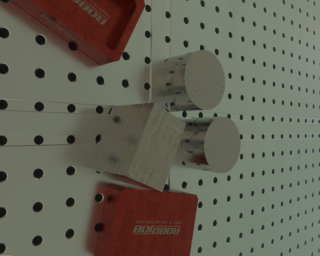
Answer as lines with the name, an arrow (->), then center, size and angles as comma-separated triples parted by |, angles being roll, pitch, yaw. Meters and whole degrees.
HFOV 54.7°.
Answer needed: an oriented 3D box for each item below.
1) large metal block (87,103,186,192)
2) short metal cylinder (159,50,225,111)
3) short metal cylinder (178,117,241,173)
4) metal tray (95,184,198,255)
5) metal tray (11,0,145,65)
large metal block -> -0.027, 0.020, 0.351 | 0.050, 0.080, 0.080 | 32, 70, -36
short metal cylinder -> 0.045, -0.064, 0.431 | 0.081, 0.050, 0.079 | 0, 90, -40
short metal cylinder -> 0.073, 0.024, 0.454 | 0.081, 0.050, 0.079 | 0, 90, -40
metal tray -> -0.011, 0.124, 0.397 | 0.131, 0.030, 0.090 | 16, 80, -39
metal tray -> -0.085, -0.141, 0.333 | 0.130, 0.030, 0.090 | 34, 69, -35
